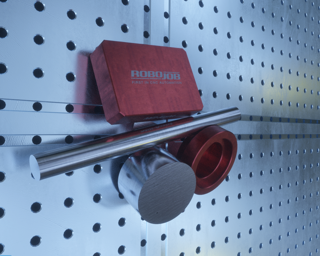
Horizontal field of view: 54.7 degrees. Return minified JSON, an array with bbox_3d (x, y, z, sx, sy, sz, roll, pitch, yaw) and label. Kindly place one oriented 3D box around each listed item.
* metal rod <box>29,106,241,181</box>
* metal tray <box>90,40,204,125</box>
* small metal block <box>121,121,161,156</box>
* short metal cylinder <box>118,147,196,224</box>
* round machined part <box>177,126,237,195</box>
[{"bbox_3d":[0.000,0.008,0.377,0.302,0.025,0.025,-14,99,-39],"label":"metal rod"},{"bbox_3d":[-0.012,-0.055,0.379,0.131,0.030,0.090,-7,76,-41],"label":"metal tray"},{"bbox_3d":[-0.025,0.015,0.401,0.050,0.025,0.050,23,76,-38],"label":"small metal block"},{"bbox_3d":[-0.003,0.068,0.377,0.081,0.050,0.079,-14,116,-30],"label":"short metal cylinder"},{"bbox_3d":[0.062,0.041,0.437,0.099,0.042,0.097,-23,127,-34],"label":"round machined part"}]
